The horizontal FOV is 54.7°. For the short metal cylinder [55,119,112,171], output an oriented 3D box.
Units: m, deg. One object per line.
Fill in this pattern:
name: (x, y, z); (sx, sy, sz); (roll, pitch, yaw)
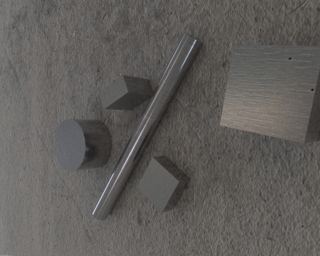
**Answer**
short metal cylinder: (-0.122, 0.026, 0.489); (0.080, 0.050, 0.080); (0, 90, 40)

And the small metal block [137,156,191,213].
small metal block: (0.005, 0.072, 0.401); (0.050, 0.025, 0.050); (40, 114, 32)

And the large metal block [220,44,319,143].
large metal block: (0.112, -0.034, 0.297); (0.080, 0.050, 0.079); (14, 99, 39)

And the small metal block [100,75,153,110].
small metal block: (-0.045, -0.047, 0.426); (0.050, 0.050, 0.025); (-29, 72, 36)

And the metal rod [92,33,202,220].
metal rod: (-0.027, 0.013, 0.426); (0.025, 0.025, 0.298); (43, 116, 31)
